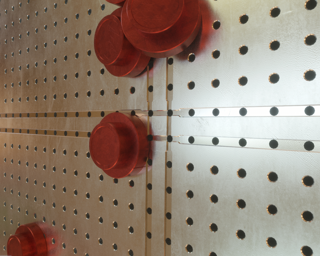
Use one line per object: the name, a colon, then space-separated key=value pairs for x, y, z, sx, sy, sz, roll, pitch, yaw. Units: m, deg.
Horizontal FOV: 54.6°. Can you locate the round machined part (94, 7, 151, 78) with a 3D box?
round machined part: x=-0.058 y=-0.122 z=0.442 sx=0.098 sy=0.042 sz=0.097 roll=4 pitch=96 yaw=44

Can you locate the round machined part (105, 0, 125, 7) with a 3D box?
round machined part: x=-0.040 y=-0.218 z=0.433 sx=0.098 sy=0.042 sz=0.097 roll=0 pitch=90 yaw=40

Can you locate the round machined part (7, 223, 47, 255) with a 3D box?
round machined part: x=-0.274 y=0.246 z=0.627 sx=0.098 sy=0.042 sz=0.097 roll=0 pitch=90 yaw=40

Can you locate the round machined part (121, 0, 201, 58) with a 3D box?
round machined part: x=-0.001 y=-0.139 z=0.375 sx=0.098 sy=0.042 sz=0.098 roll=-2 pitch=82 yaw=13

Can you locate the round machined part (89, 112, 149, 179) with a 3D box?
round machined part: x=-0.066 y=0.025 z=0.454 sx=0.098 sy=0.042 sz=0.097 roll=0 pitch=90 yaw=40
